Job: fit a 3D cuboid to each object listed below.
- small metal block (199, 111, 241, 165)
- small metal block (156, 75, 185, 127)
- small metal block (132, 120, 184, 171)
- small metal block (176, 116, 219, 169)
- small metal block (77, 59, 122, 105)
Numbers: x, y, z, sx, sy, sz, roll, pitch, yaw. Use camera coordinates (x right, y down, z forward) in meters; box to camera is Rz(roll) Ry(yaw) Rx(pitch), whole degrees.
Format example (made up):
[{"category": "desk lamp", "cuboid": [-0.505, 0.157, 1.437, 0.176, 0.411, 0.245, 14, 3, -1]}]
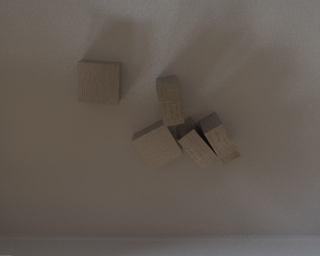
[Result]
[{"category": "small metal block", "cuboid": [0.077, 0.012, 0.403, 0.025, 0.050, 0.050, -30, 108, 10]}, {"category": "small metal block", "cuboid": [0.012, -0.035, 0.385, 0.025, 0.050, 0.050, -10, 110, 4]}, {"category": "small metal block", "cuboid": [-0.003, 0.022, 0.419, 0.050, 0.025, 0.050, -28, 108, 9]}, {"category": "small metal block", "cuboid": [0.047, 0.018, 0.405, 0.025, 0.050, 0.050, -38, 106, 13]}, {"category": "small metal block", "cuboid": [-0.075, -0.058, 0.389, 0.050, 0.025, 0.050, 4, 110, -2]}]
